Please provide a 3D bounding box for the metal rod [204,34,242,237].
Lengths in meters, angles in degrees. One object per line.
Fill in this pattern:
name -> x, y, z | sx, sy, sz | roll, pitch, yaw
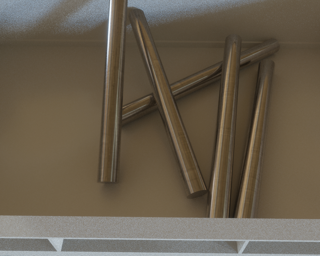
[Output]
metal rod -> 0.086, -0.015, 0.399 | 0.025, 0.025, 0.300 | 9, 56, 7

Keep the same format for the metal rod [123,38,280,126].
metal rod -> 0.066, -0.076, 0.468 | 0.302, 0.025, 0.025 | -27, 55, -21

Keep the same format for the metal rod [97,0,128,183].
metal rod -> -0.058, -0.081, 0.397 | 0.025, 0.025, 0.299 | 1, 74, 0

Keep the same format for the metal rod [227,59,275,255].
metal rod -> 0.123, 0.011, 0.396 | 0.025, 0.025, 0.300 | 14, 51, 11

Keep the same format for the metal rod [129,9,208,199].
metal rod -> 0.002, -0.052, 0.415 | 0.025, 0.025, 0.299 | -12, 61, -10
